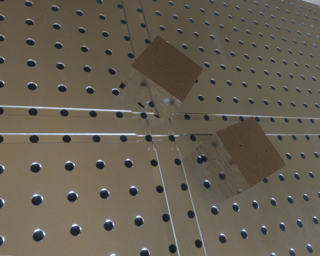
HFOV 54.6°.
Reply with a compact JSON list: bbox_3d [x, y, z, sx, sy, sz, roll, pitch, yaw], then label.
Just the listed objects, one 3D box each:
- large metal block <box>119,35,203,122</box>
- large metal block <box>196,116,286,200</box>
[{"bbox_3d":[0.003,-0.070,0.436,0.080,0.050,0.080,35,51,-5],"label":"large metal block"},{"bbox_3d":[0.111,0.039,0.427,0.081,0.050,0.080,-20,72,-35],"label":"large metal block"}]
